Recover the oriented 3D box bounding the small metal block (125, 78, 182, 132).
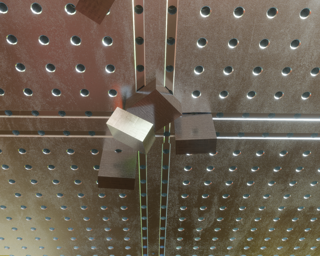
[{"bbox_3d":[-0.008,-0.026,0.389,0.050,0.025,0.050,-33,123,24],"label":"small metal block"}]

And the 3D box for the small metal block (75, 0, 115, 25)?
[{"bbox_3d":[-0.050,-0.131,0.283,0.025,0.050,0.050,28,124,-22],"label":"small metal block"}]

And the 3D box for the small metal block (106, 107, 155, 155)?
[{"bbox_3d":[-0.035,0.005,0.390,0.050,0.025,0.050,26,161,13],"label":"small metal block"}]

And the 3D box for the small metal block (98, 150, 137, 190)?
[{"bbox_3d":[-0.060,0.060,0.446,0.050,0.050,0.025,5,130,-5],"label":"small metal block"}]

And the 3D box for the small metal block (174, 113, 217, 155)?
[{"bbox_3d":[0.044,0.007,0.402,0.050,0.050,0.025,-2,130,1],"label":"small metal block"}]
